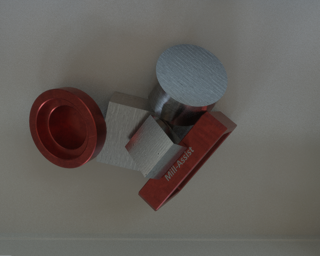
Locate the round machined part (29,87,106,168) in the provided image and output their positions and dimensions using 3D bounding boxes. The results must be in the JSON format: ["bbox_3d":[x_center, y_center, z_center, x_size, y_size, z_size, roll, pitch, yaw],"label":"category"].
[{"bbox_3d":[-0.109,-0.003,0.386,0.098,0.042,0.097,6,106,21],"label":"round machined part"}]

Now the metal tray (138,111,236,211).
[{"bbox_3d":[0.037,0.038,0.388,0.030,0.090,0.129,42,106,14],"label":"metal tray"}]

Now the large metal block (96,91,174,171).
[{"bbox_3d":[-0.030,0.006,0.398,0.081,0.050,0.079,14,109,-6],"label":"large metal block"}]

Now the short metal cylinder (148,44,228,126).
[{"bbox_3d":[0.030,-0.048,0.356,0.080,0.080,0.050,15,153,-6],"label":"short metal cylinder"}]

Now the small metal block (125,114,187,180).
[{"bbox_3d":[-0.006,0.022,0.349,0.025,0.050,0.050,20,114,-49],"label":"small metal block"}]
